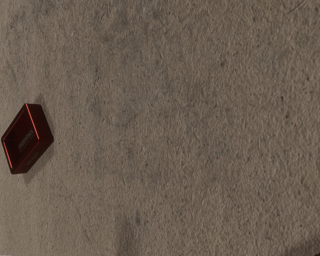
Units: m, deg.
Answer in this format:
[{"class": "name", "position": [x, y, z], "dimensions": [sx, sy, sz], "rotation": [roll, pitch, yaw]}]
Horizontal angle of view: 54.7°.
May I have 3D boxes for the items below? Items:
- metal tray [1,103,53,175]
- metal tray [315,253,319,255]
[{"class": "metal tray", "position": [-0.268, 0.023, 0.618], "dimensions": [0.129, 0.030, 0.090], "rotation": [-41, 65, 31]}, {"class": "metal tray", "position": [0.144, 0.174, 0.281], "dimensions": [0.129, 0.030, 0.090], "rotation": [-46, 63, 29]}]
